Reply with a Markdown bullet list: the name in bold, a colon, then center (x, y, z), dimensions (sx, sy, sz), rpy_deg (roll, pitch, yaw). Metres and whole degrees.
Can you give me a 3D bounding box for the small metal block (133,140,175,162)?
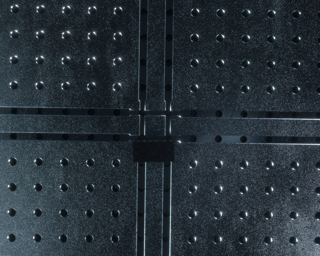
- **small metal block**: center (-0.008, 0.029, 0.401), dimensions (0.050, 0.050, 0.025), rpy_deg (-1, 90, -1)
